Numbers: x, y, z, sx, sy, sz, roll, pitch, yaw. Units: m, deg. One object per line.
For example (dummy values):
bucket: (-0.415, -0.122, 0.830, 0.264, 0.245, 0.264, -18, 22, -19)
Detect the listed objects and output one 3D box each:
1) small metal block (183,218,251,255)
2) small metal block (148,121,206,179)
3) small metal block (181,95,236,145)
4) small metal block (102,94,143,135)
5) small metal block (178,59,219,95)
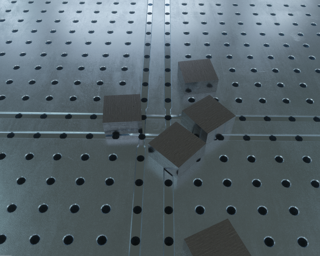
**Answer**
small metal block: (0.057, 0.125, 0.303, 0.050, 0.025, 0.050, -19, 53, -16)
small metal block: (0.021, 0.027, 0.386, 0.050, 0.025, 0.050, 37, 59, 26)
small metal block: (0.064, -0.012, 0.418, 0.050, 0.025, 0.050, -30, 57, -23)
small metal block: (-0.050, -0.019, 0.423, 0.050, 0.025, 0.050, -3, 50, -3)
small metal block: (0.057, -0.079, 0.475, 0.050, 0.025, 0.050, -7, 50, -6)
